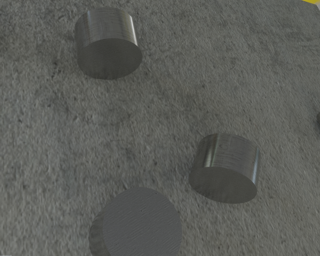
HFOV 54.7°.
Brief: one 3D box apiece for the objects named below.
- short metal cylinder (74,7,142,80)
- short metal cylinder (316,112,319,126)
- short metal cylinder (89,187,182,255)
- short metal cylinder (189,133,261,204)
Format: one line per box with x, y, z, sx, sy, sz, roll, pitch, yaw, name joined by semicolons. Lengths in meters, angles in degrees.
-0.067;-0.106;0.399;0.081;0.080;0.050;2;61;-28;short metal cylinder
0.334;-0.011;0.559;0.081;0.080;0.050;4;60;-27;short metal cylinder
-0.025;0.106;0.311;0.081;0.050;0.080;14;56;-21;short metal cylinder
0.081;0.051;0.383;0.080;0.080;0.050;29;52;-10;short metal cylinder
